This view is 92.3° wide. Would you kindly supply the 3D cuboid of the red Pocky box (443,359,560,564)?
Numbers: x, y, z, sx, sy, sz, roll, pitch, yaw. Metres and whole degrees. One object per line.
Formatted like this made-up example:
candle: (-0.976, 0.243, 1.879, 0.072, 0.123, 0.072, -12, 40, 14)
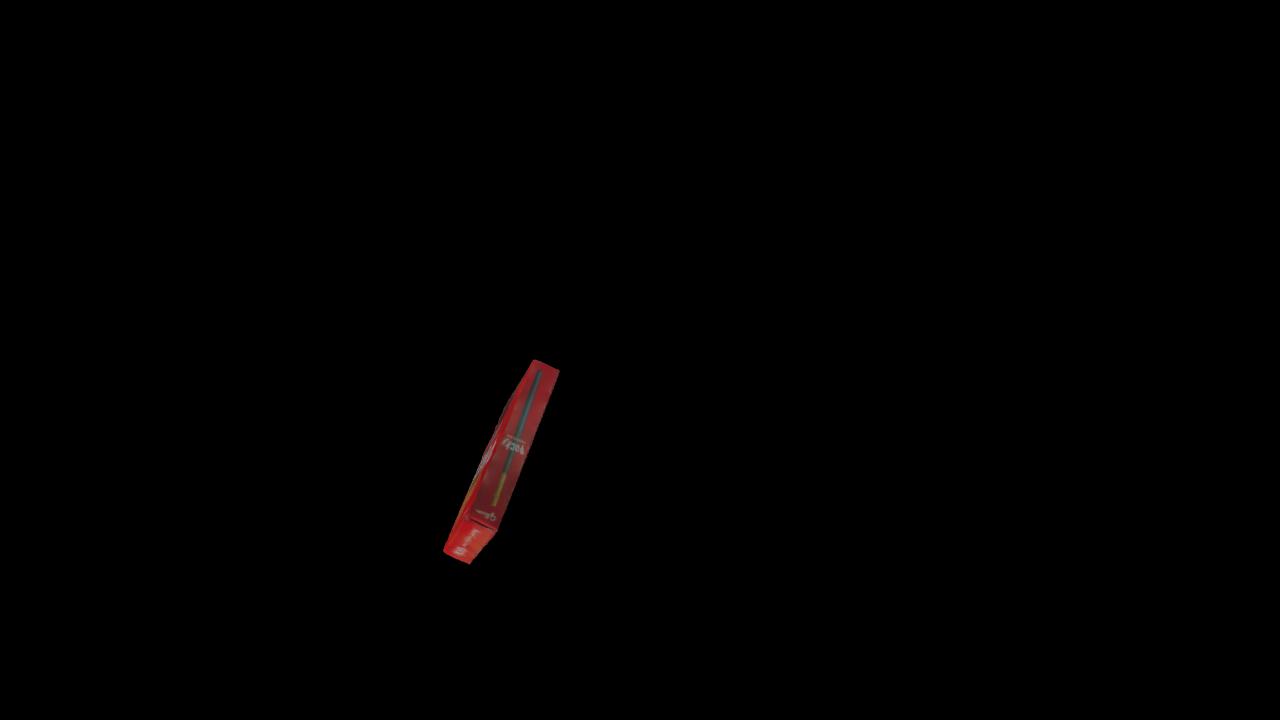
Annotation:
red Pocky box: (-0.112, 0.079, 0.503, 0.028, 0.155, 0.083, 27, -42, -13)
